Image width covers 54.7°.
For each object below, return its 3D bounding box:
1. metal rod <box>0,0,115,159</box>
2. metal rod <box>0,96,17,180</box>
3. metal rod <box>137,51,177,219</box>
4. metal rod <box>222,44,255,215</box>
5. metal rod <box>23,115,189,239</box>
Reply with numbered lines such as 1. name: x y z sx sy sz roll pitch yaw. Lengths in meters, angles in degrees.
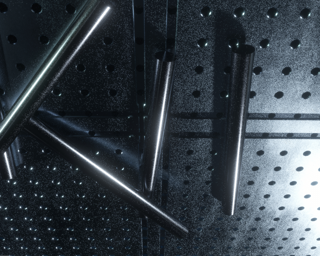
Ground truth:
1. metal rod: -0.153 -0.030 0.363 0.025 0.025 0.299 34 116 -26
2. metal rod: -0.207 -0.044 0.371 0.025 0.025 0.298 6 130 -6
3. metal rod: -0.011 0.033 0.439 0.025 0.025 0.298 5 130 -5
4. metal rod: 0.105 0.027 0.435 0.025 0.025 0.298 -4 130 3
5. metal rod: -0.069 0.081 0.455 0.300 0.025 0.025 41 119 -21
